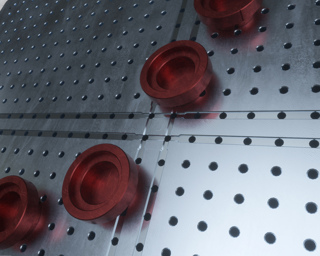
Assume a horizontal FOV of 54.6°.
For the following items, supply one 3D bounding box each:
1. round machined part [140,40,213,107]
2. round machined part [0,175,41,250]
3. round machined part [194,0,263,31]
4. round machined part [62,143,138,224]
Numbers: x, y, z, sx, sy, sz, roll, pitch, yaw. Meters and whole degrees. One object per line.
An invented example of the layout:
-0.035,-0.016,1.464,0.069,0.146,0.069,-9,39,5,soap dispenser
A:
0.025,-0.070,0.428,0.098,0.042,0.098,-13,56,21,round machined part
-0.209,0.120,0.435,0.098,0.042,0.098,-13,56,21,round machined part
0.103,-0.183,0.456,0.098,0.042,0.098,-13,56,21,round machined part
-0.070,0.072,0.391,0.098,0.042,0.098,-13,56,21,round machined part
